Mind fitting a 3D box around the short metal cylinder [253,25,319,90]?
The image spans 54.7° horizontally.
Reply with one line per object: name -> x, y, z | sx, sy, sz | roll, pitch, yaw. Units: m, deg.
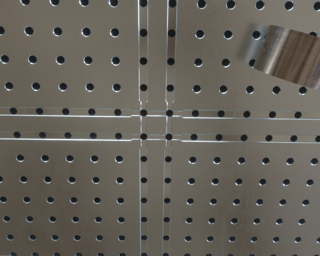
short metal cylinder -> 0.155, -0.081, 0.355 | 0.080, 0.080, 0.050 | 15, 110, -6
